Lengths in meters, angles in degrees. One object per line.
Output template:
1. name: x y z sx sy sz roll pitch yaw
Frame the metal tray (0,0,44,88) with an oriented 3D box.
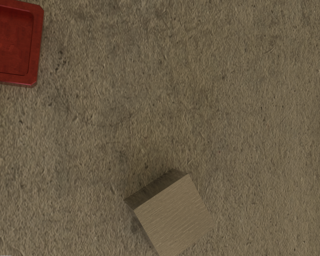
1. metal tray: -0.198 -0.097 0.332 0.131 0.030 0.089 6 88 -20

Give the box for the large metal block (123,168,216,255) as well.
1. large metal block: 0.012 0.110 0.401 0.080 0.050 0.080 -31 100 -18
